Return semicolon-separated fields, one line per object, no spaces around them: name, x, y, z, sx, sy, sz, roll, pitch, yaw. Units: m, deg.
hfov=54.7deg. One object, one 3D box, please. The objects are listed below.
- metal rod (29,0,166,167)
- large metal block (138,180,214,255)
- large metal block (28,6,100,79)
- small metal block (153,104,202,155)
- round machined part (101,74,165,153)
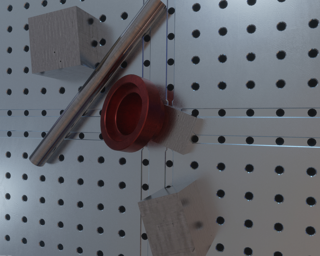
metal rod;-0.096;-0.060;0.446;0.025;0.025;0.299;44;103;14
large metal block;0.022;0.114;0.375;0.050;0.080;0.080;-19;84;19
large metal block;-0.137;-0.120;0.448;0.080;0.050;0.080;-5;88;20
small metal block;0.021;0.001;0.405;0.050;0.025;0.050;24;98;18
round machined part;-0.032;-0.016;0.400;0.098;0.042;0.098;-16;68;44
